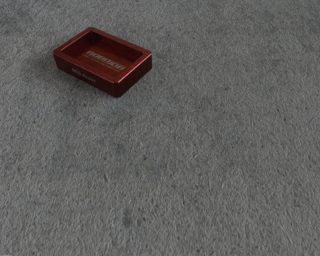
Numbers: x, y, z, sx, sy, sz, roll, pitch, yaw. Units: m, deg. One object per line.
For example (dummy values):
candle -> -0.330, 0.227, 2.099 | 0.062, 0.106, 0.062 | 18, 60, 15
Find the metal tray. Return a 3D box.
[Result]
metal tray -> -0.089, -0.108, 0.489 | 0.130, 0.030, 0.090 | 28, 55, 21
